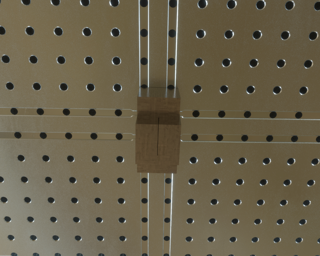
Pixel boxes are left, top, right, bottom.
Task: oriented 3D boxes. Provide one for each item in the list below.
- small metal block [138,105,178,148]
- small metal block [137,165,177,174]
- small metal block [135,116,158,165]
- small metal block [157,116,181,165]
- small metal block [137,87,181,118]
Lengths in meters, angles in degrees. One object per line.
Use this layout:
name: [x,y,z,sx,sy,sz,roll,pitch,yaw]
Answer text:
small metal block: [-0.003,-0.002,0.412,0.050,0.025,0.050,2,110,0]
small metal block: [-0.003,0.037,0.413,0.050,0.050,0.025,2,110,-1]
small metal block: [-0.015,0.010,0.377,0.025,0.050,0.050,2,110,-1]
small metal block: [0.011,0.011,0.377,0.025,0.050,0.050,2,110,0]
small metal block: [-0.002,-0.033,0.387,0.050,0.050,0.025,2,110,-1]
